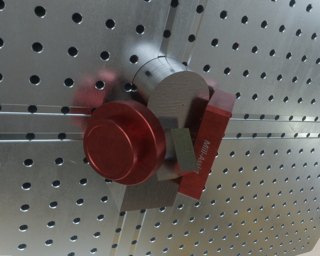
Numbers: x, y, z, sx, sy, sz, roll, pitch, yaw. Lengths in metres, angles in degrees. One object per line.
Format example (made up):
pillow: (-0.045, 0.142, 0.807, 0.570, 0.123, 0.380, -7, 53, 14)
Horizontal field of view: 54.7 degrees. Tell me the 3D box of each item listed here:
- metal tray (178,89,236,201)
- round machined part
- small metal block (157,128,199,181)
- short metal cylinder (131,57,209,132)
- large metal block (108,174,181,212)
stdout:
metal tray: (0.064, 0.021, 0.419, 0.030, 0.090, 0.129, 20, 115, 10)
round machined part: (-0.046, 0.019, 0.345, 0.042, 0.098, 0.097, -26, 137, -56)
small metal block: (0.016, 0.032, 0.368, 0.025, 0.050, 0.050, -2, 162, -31)
short metal cylinder: (0.012, -0.040, 0.376, 0.081, 0.050, 0.079, -14, 124, -21)
large metal block: (-0.017, 0.063, 0.424, 0.081, 0.050, 0.079, 2, 118, -30)
